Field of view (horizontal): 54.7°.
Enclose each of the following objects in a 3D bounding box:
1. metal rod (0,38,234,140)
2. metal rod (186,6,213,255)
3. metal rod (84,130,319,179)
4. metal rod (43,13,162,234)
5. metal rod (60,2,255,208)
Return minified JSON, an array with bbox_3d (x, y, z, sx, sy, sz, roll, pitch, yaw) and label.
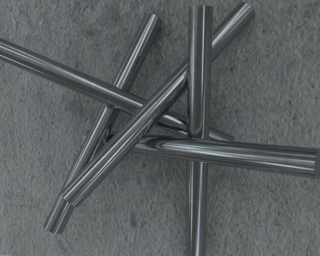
[{"bbox_3d":[-0.054,-0.037,0.374,0.301,0.025,0.025,23,98,-3],"label":"metal rod"},{"bbox_3d":[0.043,0.020,0.356,0.025,0.025,0.298,5,106,19],"label":"metal rod"},{"bbox_3d":[0.014,0.022,0.346,0.300,0.025,0.025,4,91,41],"label":"metal rod"},{"bbox_3d":[-0.070,-0.010,0.397,0.025,0.025,0.299,23,84,18],"label":"metal rod"},{"bbox_3d":[0.004,-0.032,0.353,0.025,0.025,0.300,40,82,15],"label":"metal rod"}]
